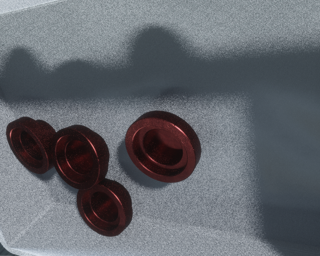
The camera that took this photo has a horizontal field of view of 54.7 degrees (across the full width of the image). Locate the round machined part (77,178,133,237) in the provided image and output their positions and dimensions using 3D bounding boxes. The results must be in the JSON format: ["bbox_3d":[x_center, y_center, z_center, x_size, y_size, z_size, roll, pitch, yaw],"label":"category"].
[{"bbox_3d":[-0.086,0.126,0.513,0.098,0.042,0.097,10,112,26],"label":"round machined part"}]

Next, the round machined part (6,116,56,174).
[{"bbox_3d":[-0.205,0.025,0.516,0.098,0.042,0.097,17,125,27],"label":"round machined part"}]

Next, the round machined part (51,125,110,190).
[{"bbox_3d":[-0.117,0.042,0.476,0.098,0.042,0.097,10,110,28],"label":"round machined part"}]

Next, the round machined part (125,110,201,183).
[{"bbox_3d":[0.008,0.020,0.406,0.098,0.042,0.097,13,124,21],"label":"round machined part"}]
